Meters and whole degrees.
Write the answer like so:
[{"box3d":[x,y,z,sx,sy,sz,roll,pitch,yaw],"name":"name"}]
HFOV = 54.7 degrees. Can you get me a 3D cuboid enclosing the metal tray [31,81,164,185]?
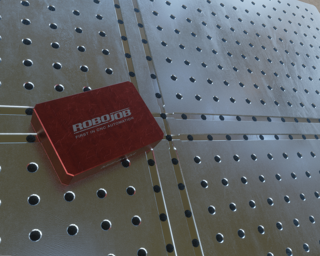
[{"box3d":[-0.070,0.000,0.368,0.131,0.030,0.090,-22,74,-36],"name":"metal tray"}]
